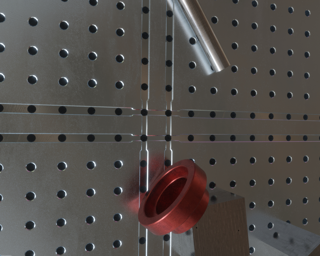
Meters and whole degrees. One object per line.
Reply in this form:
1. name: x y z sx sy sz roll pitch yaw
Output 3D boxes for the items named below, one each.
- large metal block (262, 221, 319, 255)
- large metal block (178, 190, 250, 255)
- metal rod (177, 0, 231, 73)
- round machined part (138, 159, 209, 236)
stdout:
1. large metal block: 0.214 0.198 0.463 0.050 0.080 0.080 -35 102 -17
2. large metal block: 0.071 0.137 0.426 0.081 0.050 0.079 -7 93 -20
3. metal rod: 0.016 -0.213 0.418 0.025 0.025 0.299 -33 101 -17
4. round machined part: 0.022 0.089 0.382 0.042 0.098 0.098 43 77 -15
